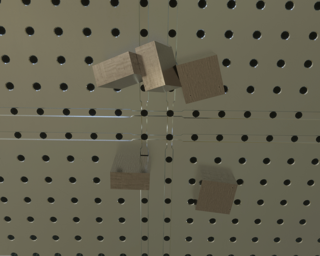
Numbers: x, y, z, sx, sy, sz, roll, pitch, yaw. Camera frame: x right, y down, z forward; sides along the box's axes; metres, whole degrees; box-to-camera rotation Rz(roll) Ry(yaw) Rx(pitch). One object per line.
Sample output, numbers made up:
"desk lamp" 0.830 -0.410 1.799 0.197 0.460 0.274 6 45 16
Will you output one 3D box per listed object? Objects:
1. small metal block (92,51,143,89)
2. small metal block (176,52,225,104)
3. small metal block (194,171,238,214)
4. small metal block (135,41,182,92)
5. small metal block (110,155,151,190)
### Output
"small metal block" -0.042 -0.066 0.365 0.050 0.050 0.025 -15 87 26
"small metal block" 0.050 -0.063 0.390 0.050 0.025 0.050 -14 110 5
"small metal block" 0.079 0.094 0.448 0.050 0.025 0.050 8 110 -3
"small metal block" -0.001 -0.070 0.364 0.025 0.050 0.050 -15 88 25
"small metal block" -0.039 0.060 0.422 0.050 0.050 0.025 2 110 -1
